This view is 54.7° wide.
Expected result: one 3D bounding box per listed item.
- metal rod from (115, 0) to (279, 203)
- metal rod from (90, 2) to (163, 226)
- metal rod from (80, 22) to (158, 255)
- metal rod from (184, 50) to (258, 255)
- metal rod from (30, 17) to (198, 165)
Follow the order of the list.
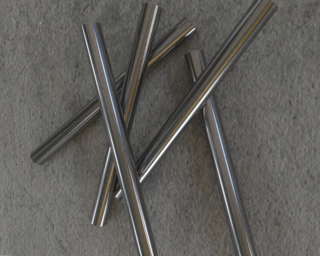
[{"bbox_3d":[0.031,-0.019,0.374,0.025,0.025,0.298,42,111,15],"label":"metal rod"},{"bbox_3d":[-0.048,-0.008,0.407,0.025,0.025,0.298,20,103,18],"label":"metal rod"},{"bbox_3d":[-0.049,0.022,0.384,0.025,0.025,0.298,-12,95,19],"label":"metal rod"},{"bbox_3d":[0.078,0.050,0.380,0.025,0.025,0.298,-15,85,19],"label":"metal rod"},{"bbox_3d":[-0.073,-0.043,0.433,0.300,0.025,0.025,-38,78,15],"label":"metal rod"}]
